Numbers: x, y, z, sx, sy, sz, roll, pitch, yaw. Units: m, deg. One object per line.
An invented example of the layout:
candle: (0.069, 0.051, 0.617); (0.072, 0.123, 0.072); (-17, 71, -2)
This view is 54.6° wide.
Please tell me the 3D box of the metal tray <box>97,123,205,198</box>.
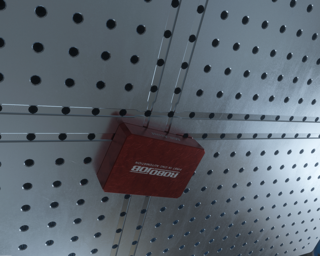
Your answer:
metal tray: (-0.010, 0.050, 0.433); (0.131, 0.030, 0.090); (14, 111, -34)
